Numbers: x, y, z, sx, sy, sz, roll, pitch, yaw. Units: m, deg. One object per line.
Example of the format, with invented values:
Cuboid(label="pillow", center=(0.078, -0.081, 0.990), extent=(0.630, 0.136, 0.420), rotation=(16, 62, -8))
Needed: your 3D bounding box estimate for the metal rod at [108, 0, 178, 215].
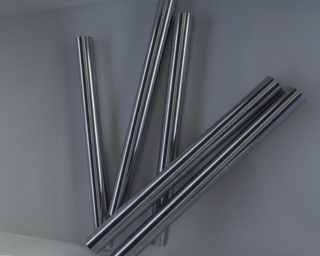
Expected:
Cuboid(label="metal rod", center=(-0.025, -0.025, 0.419), extent=(0.025, 0.025, 0.298), rotation=(16, 95, 19))

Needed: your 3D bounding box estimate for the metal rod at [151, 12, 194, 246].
Cuboid(label="metal rod", center=(0.015, 0.003, 0.405), extent=(0.025, 0.025, 0.298), rotation=(8, 92, 20))

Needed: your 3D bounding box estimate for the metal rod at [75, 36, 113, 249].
Cuboid(label="metal rod", center=(-0.094, 0.019, 0.443), extent=(0.025, 0.025, 0.298), rotation=(-7, 88, 20))

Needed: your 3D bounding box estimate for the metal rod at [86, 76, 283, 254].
Cuboid(label="metal rod", center=(0.025, 0.048, 0.379), extent=(0.300, 0.025, 0.025), rotation=(-42, 77, 6))

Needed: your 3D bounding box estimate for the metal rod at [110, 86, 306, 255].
Cuboid(label="metal rod", center=(0.051, 0.065, 0.374), extent=(0.300, 0.025, 0.025), rotation=(-45, 76, 7))
